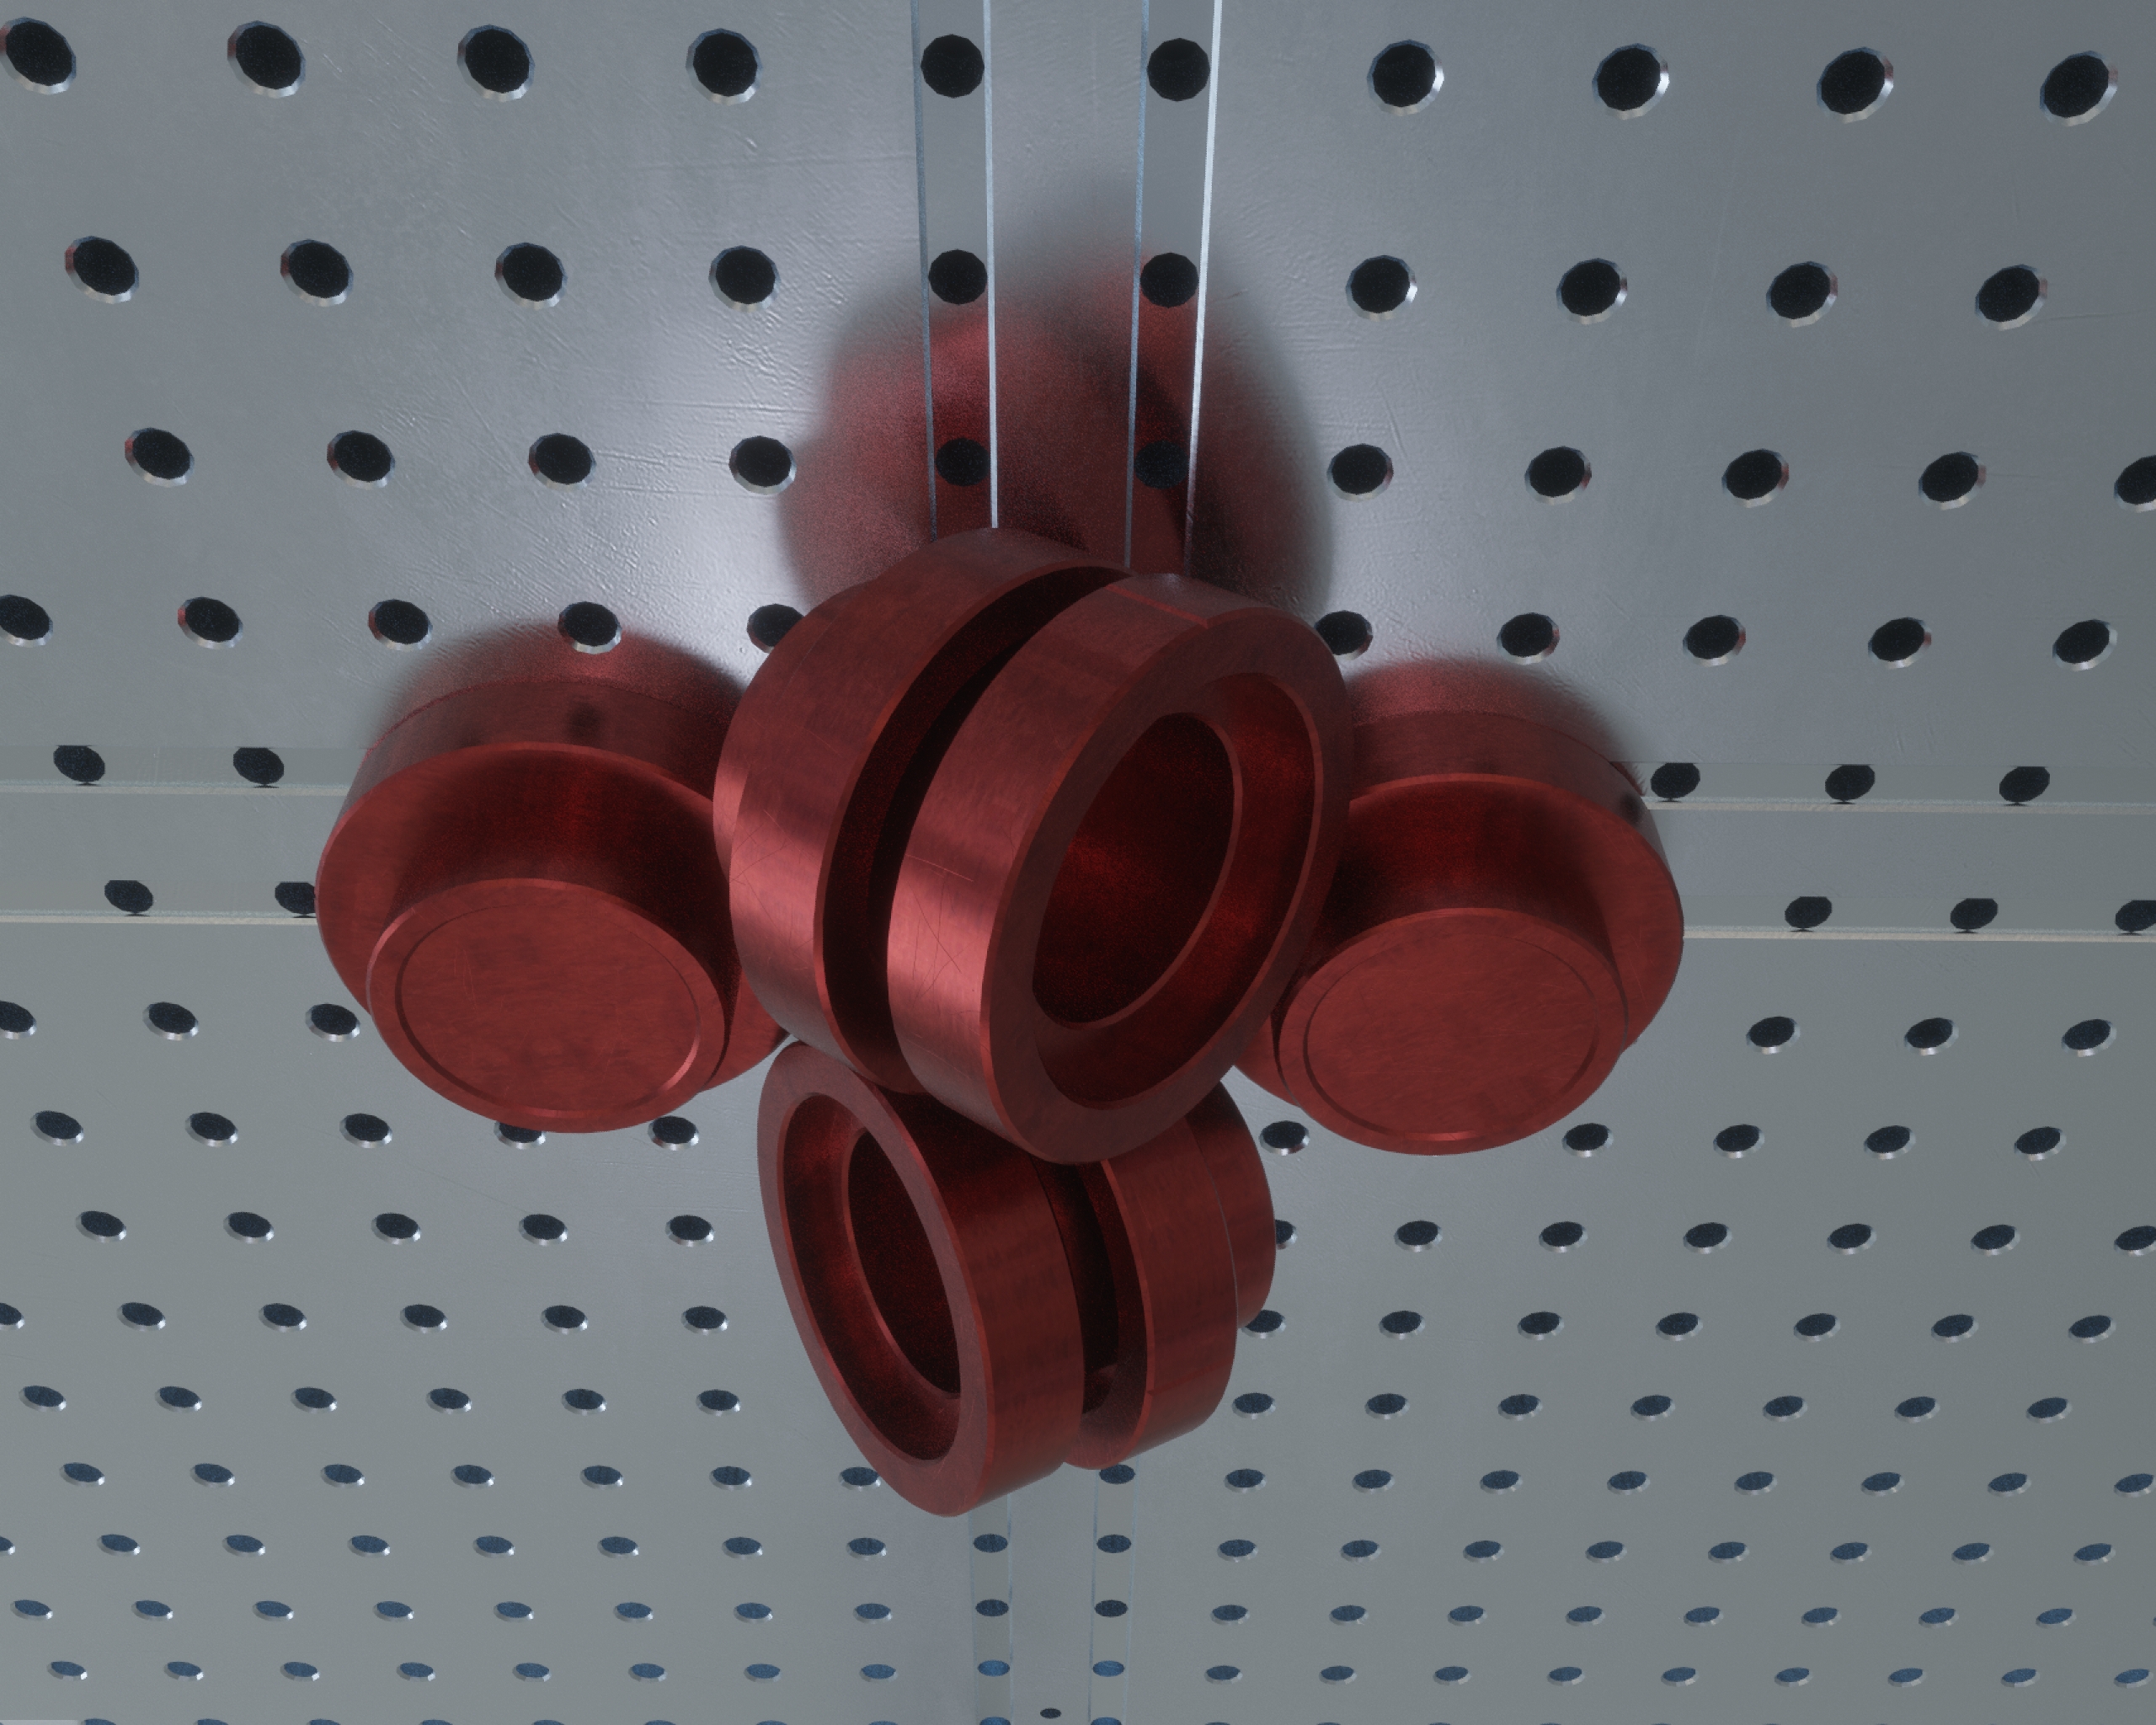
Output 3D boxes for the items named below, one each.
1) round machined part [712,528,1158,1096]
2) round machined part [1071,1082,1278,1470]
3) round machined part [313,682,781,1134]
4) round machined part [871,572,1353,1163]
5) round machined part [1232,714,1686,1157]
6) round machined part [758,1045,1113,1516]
[{"bbox_3d":[-0.025,-0.012,0.368,0.042,0.099,0.098,25,140,33],"label":"round machined part"},{"bbox_3d":[0.005,0.072,0.437,0.042,0.098,0.097,-15,137,-30],"label":"round machined part"},{"bbox_3d":[-0.101,0.016,0.412,0.099,0.042,0.097,0,130,0],"label":"round machined part"},{"bbox_3d":[0.002,-0.002,0.353,0.042,0.099,0.098,25,140,33],"label":"round machined part"},{"bbox_3d":[0.072,0.021,0.419,0.099,0.042,0.097,0,130,0],"label":"round machined part"},{"bbox_3d":[-0.025,0.077,0.423,0.042,0.098,0.097,-16,137,-30],"label":"round machined part"}]
